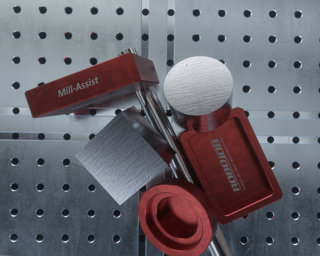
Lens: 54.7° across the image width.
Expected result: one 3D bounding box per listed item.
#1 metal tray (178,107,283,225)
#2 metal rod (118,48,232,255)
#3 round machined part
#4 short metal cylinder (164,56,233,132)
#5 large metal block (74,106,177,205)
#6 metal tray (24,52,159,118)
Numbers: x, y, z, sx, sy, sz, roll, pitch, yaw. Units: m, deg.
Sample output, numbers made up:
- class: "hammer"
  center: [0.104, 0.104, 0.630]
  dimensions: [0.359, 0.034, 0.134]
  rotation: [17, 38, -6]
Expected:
- class: "metal tray"
  center: [0.091, 0.048, 0.408]
  dimensions: [0.090, 0.030, 0.129]
  rotation: [-25, 90, 0]
- class: "metal rod"
  center: [0.020, 0.035, 0.409]
  dimensions: [0.025, 0.025, 0.299]
  rotation: [-25, 90, 0]
- class: "round machined part"
  center: [0.025, 0.108, 0.387]
  dimensions: [0.098, 0.042, 0.097]
  rotation: [8, 107, 27]
- class: "short metal cylinder"
  center: [0.049, -0.041, 0.383]
  dimensions: [0.080, 0.050, 0.080]
  rotation: [-4, 66, 10]
- class: "large metal block"
  center: [-0.040, 0.032, 0.379]
  dimensions: [0.080, 0.050, 0.080]
  rotation: [-42, 91, 18]
- class: "metal tray"
  center: [-0.074, -0.047, 0.362]
  dimensions: [0.130, 0.090, 0.030]
  rotation: [-17, 92, 14]
